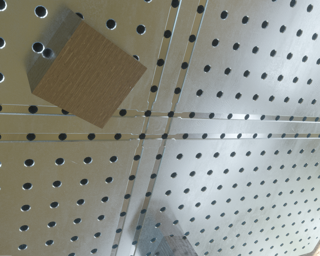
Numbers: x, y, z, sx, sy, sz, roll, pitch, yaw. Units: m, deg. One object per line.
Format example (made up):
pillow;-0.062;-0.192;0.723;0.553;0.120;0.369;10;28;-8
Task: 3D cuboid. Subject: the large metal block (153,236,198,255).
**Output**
large metal block;0.027;0.249;0.543;0.050;0.080;0.080;14;111;-34

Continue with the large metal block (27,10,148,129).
large metal block;-0.075;-0.058;0.318;0.080;0.050;0.080;31;101;-38
